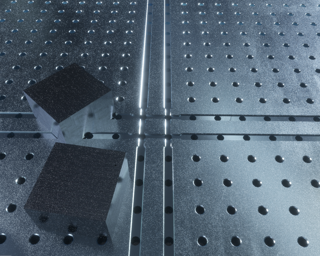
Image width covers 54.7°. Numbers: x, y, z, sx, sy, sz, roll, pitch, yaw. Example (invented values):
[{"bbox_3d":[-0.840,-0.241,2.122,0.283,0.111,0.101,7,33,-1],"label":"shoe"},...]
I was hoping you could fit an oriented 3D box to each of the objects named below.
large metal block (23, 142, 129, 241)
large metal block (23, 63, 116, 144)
[{"bbox_3d":[-0.083,0.067,0.334,0.080,0.050,0.080,8,50,6],"label":"large metal block"},{"bbox_3d":[-0.119,-0.033,0.417,0.080,0.050,0.080,37,59,26],"label":"large metal block"}]
